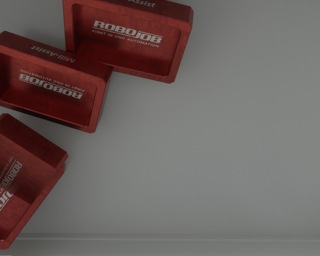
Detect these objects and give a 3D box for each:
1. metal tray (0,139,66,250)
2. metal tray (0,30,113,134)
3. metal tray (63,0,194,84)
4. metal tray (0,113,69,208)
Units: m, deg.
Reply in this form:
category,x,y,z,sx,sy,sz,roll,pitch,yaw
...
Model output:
category,x,y,z,sx,sy,sz,roll,pitch,yaw
metal tray,-0.201,0.081,0.411,0.090,0.030,0.130,36,84,-12
metal tray,-0.131,-0.051,0.371,0.131,0.030,0.089,18,132,-7
metal tray,-0.037,-0.103,0.346,0.131,0.030,0.089,12,143,-5
metal tray,-0.186,0.049,0.398,0.090,0.030,0.129,37,130,-13
